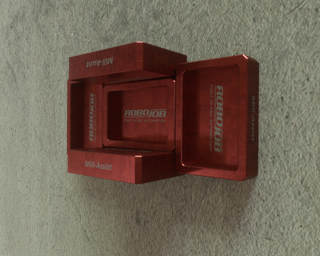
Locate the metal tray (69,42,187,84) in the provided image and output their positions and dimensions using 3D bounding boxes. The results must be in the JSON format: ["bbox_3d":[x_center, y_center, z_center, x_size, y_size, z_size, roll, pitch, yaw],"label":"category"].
[{"bbox_3d":[-0.042,-0.077,0.397,0.130,0.091,0.030,1,91,39],"label":"metal tray"}]

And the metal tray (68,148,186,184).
[{"bbox_3d":[-0.044,0.043,0.396,0.130,0.091,0.030,1,91,39],"label":"metal tray"}]

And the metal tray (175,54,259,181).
[{"bbox_3d":[0.062,-0.011,0.350,0.090,0.030,0.129,1,90,39],"label":"metal tray"}]

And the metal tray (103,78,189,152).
[{"bbox_3d":[-0.024,-0.017,0.420,0.130,0.030,0.089,1,91,39],"label":"metal tray"}]

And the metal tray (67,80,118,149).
[{"bbox_3d":[-0.108,-0.017,0.490,0.090,0.030,0.129,1,90,39],"label":"metal tray"}]
